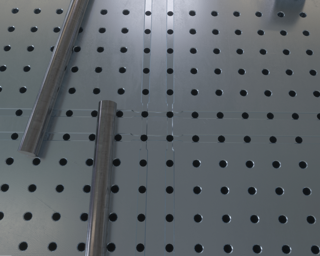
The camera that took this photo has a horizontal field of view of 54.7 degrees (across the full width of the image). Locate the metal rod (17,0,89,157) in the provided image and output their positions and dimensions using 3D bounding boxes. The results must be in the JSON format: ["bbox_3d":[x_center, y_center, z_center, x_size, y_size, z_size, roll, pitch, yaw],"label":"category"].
[{"bbox_3d":[-0.143,-0.105,0.448,0.025,0.025,0.299,10,70,3],"label":"metal rod"}]

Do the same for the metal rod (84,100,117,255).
[{"bbox_3d":[-0.074,0.108,0.371,0.025,0.025,0.299,1,70,0],"label":"metal rod"}]
